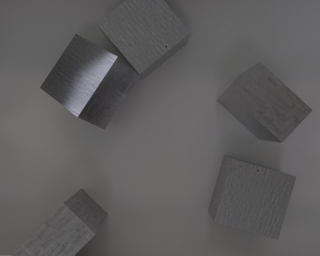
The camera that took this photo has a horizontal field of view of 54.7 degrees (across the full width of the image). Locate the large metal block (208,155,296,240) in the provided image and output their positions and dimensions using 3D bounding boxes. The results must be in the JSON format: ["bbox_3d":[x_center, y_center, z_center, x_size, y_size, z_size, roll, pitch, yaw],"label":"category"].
[{"bbox_3d":[0.115,0.086,0.400,0.080,0.050,0.080,16,90,0],"label":"large metal block"}]

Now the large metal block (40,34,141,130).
[{"bbox_3d":[-0.086,-0.057,0.381,0.080,0.050,0.080,34,90,31],"label":"large metal block"}]

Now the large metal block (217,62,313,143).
[{"bbox_3d":[0.124,-0.029,0.385,0.080,0.080,0.050,43,90,0],"label":"large metal block"}]

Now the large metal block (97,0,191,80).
[{"bbox_3d":[-0.019,-0.121,0.398,0.080,0.050,0.080,-40,90,0],"label":"large metal block"}]

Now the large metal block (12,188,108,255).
[{"bbox_3d":[-0.117,0.129,0.383,0.050,0.080,0.080,45,90,0],"label":"large metal block"}]
